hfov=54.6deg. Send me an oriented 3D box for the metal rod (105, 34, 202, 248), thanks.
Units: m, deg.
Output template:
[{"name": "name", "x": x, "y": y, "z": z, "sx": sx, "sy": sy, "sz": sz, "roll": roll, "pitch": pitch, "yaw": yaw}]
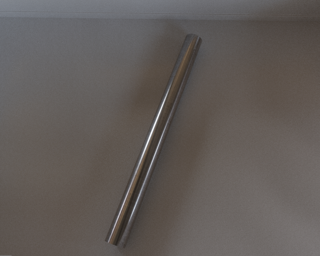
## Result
[{"name": "metal rod", "x": -0.001, "y": 0.002, "z": 0.406, "sx": 0.025, "sy": 0.025, "sz": 0.300, "roll": 19, "pitch": 71, "yaw": 7}]
